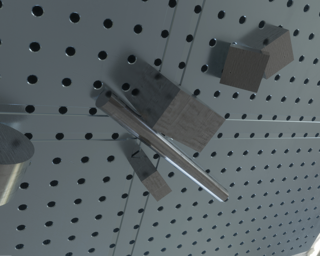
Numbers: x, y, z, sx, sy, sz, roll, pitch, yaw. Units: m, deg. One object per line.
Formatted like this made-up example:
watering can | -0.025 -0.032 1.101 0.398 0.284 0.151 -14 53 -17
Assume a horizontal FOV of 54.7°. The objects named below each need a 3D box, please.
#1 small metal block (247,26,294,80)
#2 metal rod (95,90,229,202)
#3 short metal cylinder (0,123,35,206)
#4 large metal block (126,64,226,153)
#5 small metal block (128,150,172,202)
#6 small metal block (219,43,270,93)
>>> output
small metal block | 0.156 -0.105 0.434 0.050 0.025 0.050 -36 129 -5
metal rod | 0.023 0.042 0.451 0.025 0.025 0.300 -46 130 4
short metal cylinder | -0.172 0.032 0.302 0.081 0.080 0.050 17 109 -35
large metal block | 0.018 -0.024 0.372 0.080 0.080 0.050 28 103 -38
small metal block | -0.014 0.066 0.430 0.025 0.050 0.050 -36 129 -5
small metal block | 0.111 -0.079 0.408 0.050 0.025 0.050 16 117 9
